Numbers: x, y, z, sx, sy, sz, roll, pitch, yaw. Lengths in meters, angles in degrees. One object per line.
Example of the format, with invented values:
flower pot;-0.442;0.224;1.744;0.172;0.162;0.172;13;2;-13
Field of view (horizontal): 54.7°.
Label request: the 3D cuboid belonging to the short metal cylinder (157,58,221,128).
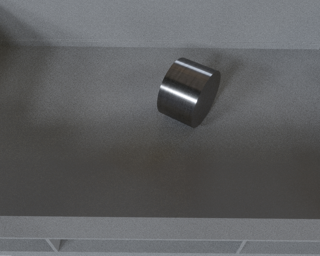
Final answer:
short metal cylinder;0.039;-0.046;0.409;0.050;0.080;0.080;26;55;20
